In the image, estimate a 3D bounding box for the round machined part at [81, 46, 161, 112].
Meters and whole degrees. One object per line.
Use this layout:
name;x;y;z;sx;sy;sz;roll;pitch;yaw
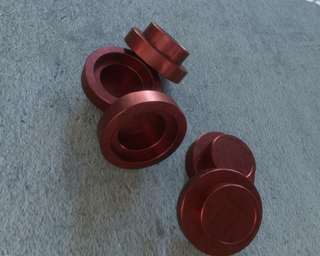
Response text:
round machined part;-0.052;-0.053;0.396;0.099;0.042;0.098;14;55;-20

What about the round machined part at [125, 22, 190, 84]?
round machined part;0.002;-0.109;0.430;0.098;0.042;0.098;37;16;-13

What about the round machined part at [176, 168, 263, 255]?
round machined part;0.071;0.095;0.347;0.099;0.042;0.097;1;86;-13

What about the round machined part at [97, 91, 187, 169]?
round machined part;-0.023;-0.002;0.351;0.099;0.097;0.042;2;38;-27

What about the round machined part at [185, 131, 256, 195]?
round machined part;0.086;0.047;0.410;0.099;0.042;0.098;14;56;-21
